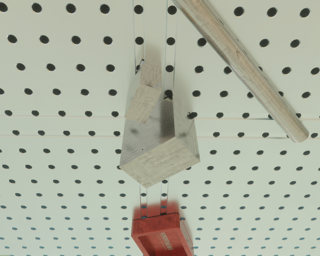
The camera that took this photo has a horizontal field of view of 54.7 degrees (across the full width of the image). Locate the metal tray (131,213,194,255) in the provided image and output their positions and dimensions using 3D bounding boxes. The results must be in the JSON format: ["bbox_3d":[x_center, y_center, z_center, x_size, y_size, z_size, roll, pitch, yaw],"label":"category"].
[{"bbox_3d":[0.008,0.218,0.594,0.090,0.030,0.129,-13,129,10],"label":"metal tray"}]

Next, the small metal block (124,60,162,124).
[{"bbox_3d":[-0.019,-0.042,0.360,0.025,0.050,0.050,18,128,-15],"label":"small metal block"}]

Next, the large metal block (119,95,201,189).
[{"bbox_3d":[-0.001,0.017,0.390,0.080,0.080,0.050,-30,124,23],"label":"large metal block"}]

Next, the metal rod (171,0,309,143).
[{"bbox_3d":[0.090,-0.074,0.349,0.025,0.025,0.301,-35,123,25],"label":"metal rod"}]
